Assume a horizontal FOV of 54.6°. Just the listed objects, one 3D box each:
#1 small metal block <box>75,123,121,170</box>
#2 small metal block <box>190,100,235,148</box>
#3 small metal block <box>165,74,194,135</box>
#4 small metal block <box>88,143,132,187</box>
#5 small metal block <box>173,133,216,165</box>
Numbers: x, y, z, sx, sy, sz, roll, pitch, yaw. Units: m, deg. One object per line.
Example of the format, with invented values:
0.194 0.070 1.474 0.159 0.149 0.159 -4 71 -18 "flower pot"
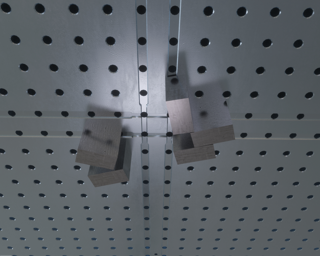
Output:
-0.081 0.024 0.415 0.050 0.050 0.025 13 129 -11 "small metal block"
0.064 -0.006 0.390 0.050 0.050 0.025 -12 129 10 "small metal block"
0.023 -0.028 0.371 0.025 0.050 0.050 -8 130 7 "small metal block"
-0.070 0.052 0.439 0.050 0.050 0.025 -12 129 10 "small metal block"
0.044 0.018 0.410 0.050 0.050 0.025 -11 129 9 "small metal block"
